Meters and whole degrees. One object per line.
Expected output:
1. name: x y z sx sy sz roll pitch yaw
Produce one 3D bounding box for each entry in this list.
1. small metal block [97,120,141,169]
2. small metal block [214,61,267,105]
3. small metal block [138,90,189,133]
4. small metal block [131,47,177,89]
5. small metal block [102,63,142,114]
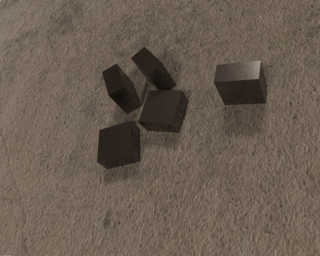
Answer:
1. small metal block: -0.055 0.023 0.417 0.050 0.025 0.050 -16 55 19
2. small metal block: 0.097 -0.052 0.368 0.050 0.050 0.025 0 62 28
3. small metal block: 0.005 -0.023 0.414 0.050 0.025 0.050 4 63 29
4. small metal block: -0.009 -0.080 0.440 0.025 0.050 0.050 -41 51 0
5. small metal block: -0.055 -0.056 0.450 0.025 0.050 0.050 -29 52 10
